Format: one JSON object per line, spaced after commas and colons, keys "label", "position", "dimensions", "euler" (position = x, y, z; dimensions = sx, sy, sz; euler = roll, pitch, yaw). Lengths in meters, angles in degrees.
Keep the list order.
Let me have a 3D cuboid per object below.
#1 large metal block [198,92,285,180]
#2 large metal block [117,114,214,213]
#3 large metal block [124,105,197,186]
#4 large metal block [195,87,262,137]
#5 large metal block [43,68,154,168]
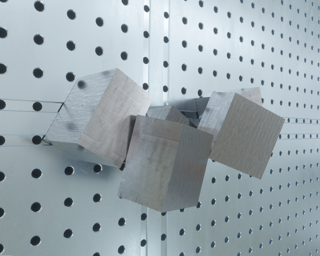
{"label": "large metal block", "position": [0.094, 0.008, 0.384], "dimensions": [0.080, 0.050, 0.080], "euler": [23, 88, -22]}
{"label": "large metal block", "position": [0.009, 0.036, 0.317], "dimensions": [0.080, 0.050, 0.080], "euler": [17, 86, -60]}
{"label": "large metal block", "position": [0.008, 0.027, 0.401], "dimensions": [0.080, 0.050, 0.080], "euler": [39, 66, -33]}
{"label": "large metal block", "position": [0.107, -0.014, 0.465], "dimensions": [0.050, 0.080, 0.079], "euler": [-21, 104, -38]}
{"label": "large metal block", "position": [-0.064, -0.010, 0.320], "dimensions": [0.050, 0.080, 0.080], "euler": [37, 67, -34]}
